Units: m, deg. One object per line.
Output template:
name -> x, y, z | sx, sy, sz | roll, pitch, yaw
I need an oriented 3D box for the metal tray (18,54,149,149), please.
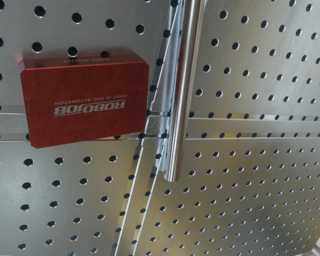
metal tray -> -0.080, -0.032, 0.345 | 0.131, 0.030, 0.089 | -9, 123, -24

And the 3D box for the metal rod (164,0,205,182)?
metal rod -> 0.030, -0.056, 0.392 | 0.025, 0.025, 0.298 | -9, 123, -24
